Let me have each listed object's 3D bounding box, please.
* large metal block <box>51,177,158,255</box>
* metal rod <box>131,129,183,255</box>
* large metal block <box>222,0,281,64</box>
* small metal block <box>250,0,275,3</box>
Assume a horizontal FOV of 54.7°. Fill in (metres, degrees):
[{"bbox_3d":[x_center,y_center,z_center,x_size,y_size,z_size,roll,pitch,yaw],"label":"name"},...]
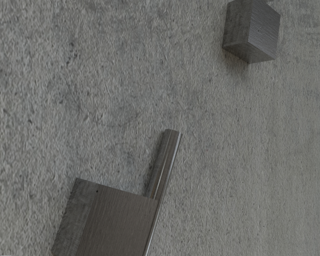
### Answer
[{"bbox_3d":[-0.059,0.106,0.340,0.080,0.050,0.080,26,74,-37],"label":"large metal block"},{"bbox_3d":[-0.024,0.145,0.384,0.025,0.025,0.299,28,73,-37],"label":"metal rod"},{"bbox_3d":[0.153,-0.161,0.516,0.081,0.050,0.080,15,81,-39],"label":"large metal block"},{"bbox_3d":[0.184,-0.255,0.559,0.050,0.025,0.050,-18,101,-39],"label":"small metal block"}]
